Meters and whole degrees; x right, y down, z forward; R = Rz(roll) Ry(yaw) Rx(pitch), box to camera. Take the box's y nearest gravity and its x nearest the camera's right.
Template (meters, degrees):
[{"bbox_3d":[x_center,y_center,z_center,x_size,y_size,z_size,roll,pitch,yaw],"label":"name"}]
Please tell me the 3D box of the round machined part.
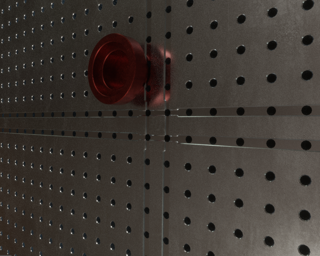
[{"bbox_3d":[-0.056,-0.081,0.442,0.098,0.042,0.097,0,90,39],"label":"round machined part"}]
